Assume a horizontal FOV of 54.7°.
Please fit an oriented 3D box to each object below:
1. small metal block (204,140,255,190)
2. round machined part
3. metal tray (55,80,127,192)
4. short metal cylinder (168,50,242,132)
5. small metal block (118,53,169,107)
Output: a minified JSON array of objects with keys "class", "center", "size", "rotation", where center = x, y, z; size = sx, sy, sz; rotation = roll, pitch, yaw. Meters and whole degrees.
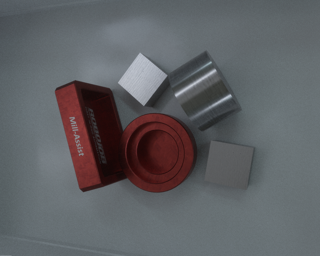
[{"class":"small metal block","center":[0.085,0.044,0.378],"size":[0.050,0.025,0.050],"rotation":[10,93,20]},{"class":"round machined part","center":[0.000,0.030,0.397],"size":[0.098,0.042,0.097],"rotation":[0,90,19]},{"class":"metal tray","center":[-0.081,0.009,0.401],"size":[0.030,0.090,0.129],"rotation":[-18,84,19]},{"class":"short metal cylinder","center":[0.053,-0.043,0.361],"size":[0.050,0.080,0.080],"rotation":[-31,80,17]},{"class":"small metal block","center":[-0.019,-0.063,0.414],"size":[0.050,0.025,0.050],"rotation":[42,104,16]}]
